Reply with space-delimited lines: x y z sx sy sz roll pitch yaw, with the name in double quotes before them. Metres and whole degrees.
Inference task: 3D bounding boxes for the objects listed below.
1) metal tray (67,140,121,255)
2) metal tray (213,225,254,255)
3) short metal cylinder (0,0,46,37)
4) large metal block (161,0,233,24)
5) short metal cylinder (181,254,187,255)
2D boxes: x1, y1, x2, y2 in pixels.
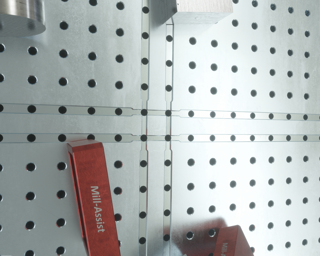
"metal tray" -0.077 0.080 0.349 0.030 0.090 0.129 -10 93 -20
"metal tray" 0.100 0.201 0.401 0.030 0.131 0.090 -22 100 25
"short metal cylinder" -0.163 -0.131 0.323 0.081 0.080 0.050 -4 92 -20
"large metal block" 0.046 -0.187 0.416 0.081 0.050 0.079 -7 93 -20
"short metal cylinder" 0.030 0.209 0.391 0.050 0.080 0.080 -27 99 -8
